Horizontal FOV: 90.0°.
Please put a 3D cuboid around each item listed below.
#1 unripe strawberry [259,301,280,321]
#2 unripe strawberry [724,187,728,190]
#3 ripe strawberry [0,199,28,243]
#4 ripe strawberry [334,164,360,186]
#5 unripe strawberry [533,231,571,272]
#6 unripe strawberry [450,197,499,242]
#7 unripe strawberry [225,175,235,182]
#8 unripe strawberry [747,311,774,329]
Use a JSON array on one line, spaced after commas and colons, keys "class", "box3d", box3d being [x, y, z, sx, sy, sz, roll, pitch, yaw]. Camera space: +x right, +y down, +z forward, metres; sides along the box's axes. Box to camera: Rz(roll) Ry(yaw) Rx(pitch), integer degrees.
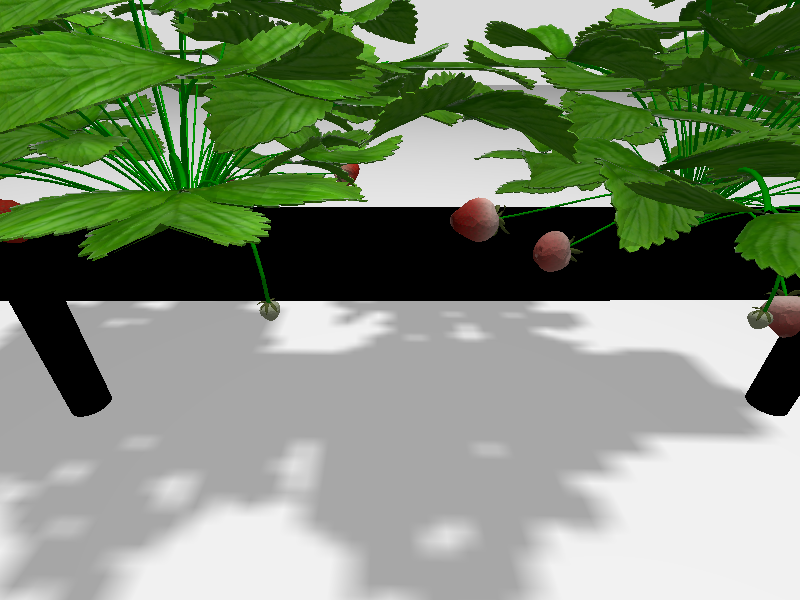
[{"class": "unripe strawberry", "box3d": [-0.070, 0.006, 0.217, 0.011, 0.011, 0.010, -20, 35, -31]}, {"class": "unripe strawberry", "box3d": [0.381, -0.134, 0.469, 0.009, 0.010, 0.010, 26, 39, 37]}, {"class": "ripe strawberry", "box3d": [-0.331, -0.064, 0.332, 0.038, 0.037, 0.035, -7, 31, -10]}, {"class": "ripe strawberry", "box3d": [-0.066, -0.164, 0.505, 0.034, 0.036, 0.037, 20, 35, 31]}, {"class": "unripe strawberry", "box3d": [0.106, -0.034, 0.284, 0.027, 0.029, 0.025, -16, 34, -25]}, {"class": "unripe strawberry", "box3d": [0.062, -0.067, 0.335, 0.040, 0.034, 0.039, -4, 30, -6]}, {"class": "unripe strawberry", "box3d": [-0.214, -0.151, 0.503, 0.012, 0.012, 0.010, -4, 30, -7]}, {"class": "unripe strawberry", "box3d": [0.199, 0.011, 0.221, 0.011, 0.011, 0.010, 11, 32, 18]}]
